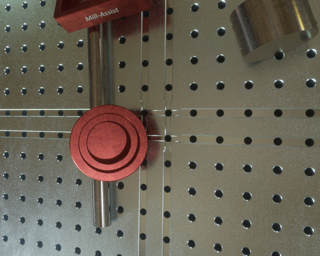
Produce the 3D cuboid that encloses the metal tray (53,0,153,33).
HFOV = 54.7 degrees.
[{"bbox_3d":[-0.076,-0.187,0.418,0.130,0.030,0.090,-9,64,19],"label":"metal tray"}]

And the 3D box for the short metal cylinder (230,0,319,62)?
[{"bbox_3d":[0.123,-0.112,0.340,0.080,0.080,0.050,-18,84,19],"label":"short metal cylinder"}]

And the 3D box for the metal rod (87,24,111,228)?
[{"bbox_3d":[-0.087,-0.011,0.441,0.025,0.025,0.298,-2,89,19],"label":"metal rod"}]

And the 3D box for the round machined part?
[{"bbox_3d":[-0.068,0.019,0.411,0.099,0.042,0.097,0,89,-16],"label":"round machined part"}]
